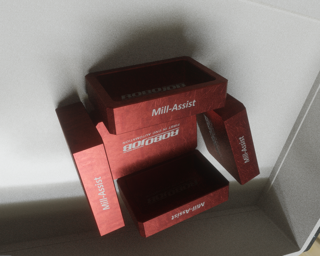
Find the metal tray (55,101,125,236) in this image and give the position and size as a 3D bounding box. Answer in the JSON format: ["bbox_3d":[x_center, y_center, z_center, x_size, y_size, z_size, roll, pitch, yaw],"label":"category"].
[{"bbox_3d":[-0.078,0.046,0.351,0.030,0.090,0.129,-20,126,-17],"label":"metal tray"}]

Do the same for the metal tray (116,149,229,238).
[{"bbox_3d":[0.017,0.084,0.427,0.131,0.090,0.030,-19,126,-18],"label":"metal tray"}]

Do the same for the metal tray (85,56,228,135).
[{"bbox_3d":[-0.005,-0.041,0.337,0.131,0.090,0.030,-15,125,-21],"label":"metal tray"}]

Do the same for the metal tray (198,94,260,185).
[{"bbox_3d":[0.085,0.006,0.417,0.030,0.090,0.130,-31,129,-8],"label":"metal tray"}]

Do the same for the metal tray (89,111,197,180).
[{"bbox_3d":[-0.017,0.005,0.398,0.131,0.030,0.089,-18,126,-18],"label":"metal tray"}]
